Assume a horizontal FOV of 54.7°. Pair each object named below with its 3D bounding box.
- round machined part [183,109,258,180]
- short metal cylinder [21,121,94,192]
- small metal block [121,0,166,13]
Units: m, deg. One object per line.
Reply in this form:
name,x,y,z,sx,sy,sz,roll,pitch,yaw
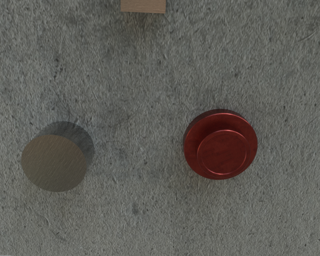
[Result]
round machined part,0.081,0.027,0.412,0.099,0.042,0.097,0,110,0
short metal cylinder,-0.132,0.037,0.409,0.081,0.050,0.079,0,110,0
small metal block,-0.018,-0.158,0.352,0.050,0.025,0.050,2,110,-1
